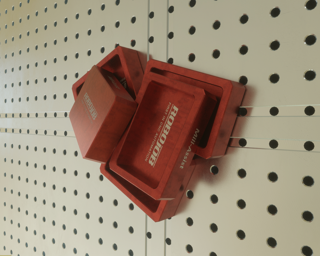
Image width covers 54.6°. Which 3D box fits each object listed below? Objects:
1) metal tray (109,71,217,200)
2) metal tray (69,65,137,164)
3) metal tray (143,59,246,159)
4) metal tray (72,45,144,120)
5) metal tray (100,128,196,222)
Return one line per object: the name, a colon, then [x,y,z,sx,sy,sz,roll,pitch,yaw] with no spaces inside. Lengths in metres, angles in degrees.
metal tray: [0.000,0.007,0.366,0.090,0.030,0.129,26,94,37]
metal tray: [-0.084,-0.023,0.423,0.090,0.030,0.130,-60,34,14]
metal tray: [0.029,-0.027,0.382,0.130,0.030,0.089,25,105,38]
metal tray: [-0.078,-0.052,0.472,0.130,0.030,0.090,-28,72,37]
metal tray: [-0.023,0.053,0.426,0.130,0.030,0.089,33,110,35]
